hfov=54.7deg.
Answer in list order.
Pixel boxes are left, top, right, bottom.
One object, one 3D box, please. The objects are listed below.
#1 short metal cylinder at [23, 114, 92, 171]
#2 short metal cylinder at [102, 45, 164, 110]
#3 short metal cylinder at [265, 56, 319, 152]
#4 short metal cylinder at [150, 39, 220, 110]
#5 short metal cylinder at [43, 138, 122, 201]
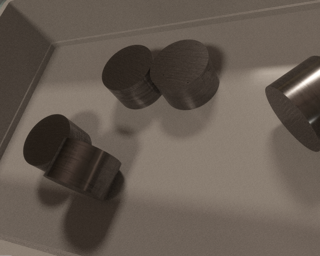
[{"bbox_3d":[-0.147,0.027,0.448,0.080,0.050,0.080,-13,56,20],"label":"short metal cylinder"},{"bbox_3d":[-0.037,-0.074,0.453,0.080,0.050,0.080,-13,56,20],"label":"short metal cylinder"},{"bbox_3d":[0.151,-0.023,0.306,0.050,0.080,0.080,-35,52,5],"label":"short metal cylinder"},{"bbox_3d":[0.034,-0.071,0.414,0.080,0.050,0.080,-13,56,20],"label":"short metal cylinder"},{"bbox_3d":[-0.095,0.053,0.386,0.080,0.080,0.050,10,67,32],"label":"short metal cylinder"}]
